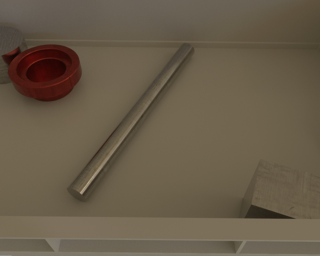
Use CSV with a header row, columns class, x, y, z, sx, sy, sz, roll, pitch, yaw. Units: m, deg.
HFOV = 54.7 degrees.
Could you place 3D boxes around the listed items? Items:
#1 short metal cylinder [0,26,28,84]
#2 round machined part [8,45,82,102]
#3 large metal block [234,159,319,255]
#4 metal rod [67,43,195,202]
class,x,y,z,sx,sy,sz,roll,pitch,yaw
short metal cylinder,-0.246,-0.114,0.481,0.081,0.050,0.080,0,50,0
round machined part,-0.165,-0.077,0.457,0.099,0.042,0.098,0,50,0
large metal block,0.124,0.083,0.301,0.080,0.080,0.050,16,52,13
metal rod,-0.023,-0.028,0.428,0.025,0.025,0.301,22,53,17
